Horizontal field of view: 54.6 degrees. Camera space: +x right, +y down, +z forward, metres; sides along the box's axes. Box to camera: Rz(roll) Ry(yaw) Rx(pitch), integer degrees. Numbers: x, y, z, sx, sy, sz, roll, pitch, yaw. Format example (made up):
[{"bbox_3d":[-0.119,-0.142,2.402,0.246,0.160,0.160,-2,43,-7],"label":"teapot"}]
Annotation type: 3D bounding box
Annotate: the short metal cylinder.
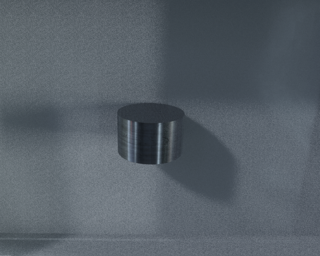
[{"bbox_3d":[-0.011,0.004,0.380,0.080,0.080,0.050,2,110,-1],"label":"short metal cylinder"}]
